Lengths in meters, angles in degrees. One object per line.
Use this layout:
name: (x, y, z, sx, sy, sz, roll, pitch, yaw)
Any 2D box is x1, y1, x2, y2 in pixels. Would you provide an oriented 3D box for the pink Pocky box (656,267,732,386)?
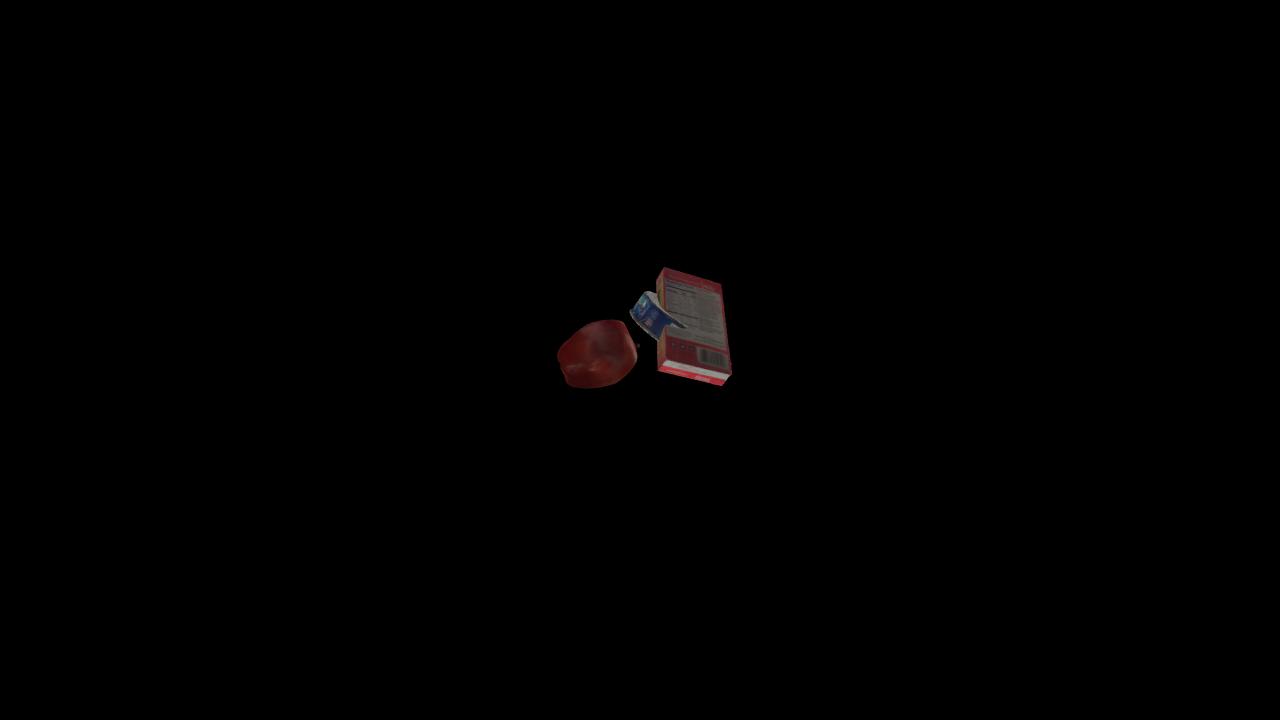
pink Pocky box: (0.063, -0.043, 0.750, 0.084, 0.155, 0.029, 14, -41, -16)

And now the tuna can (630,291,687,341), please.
tuna can: (0.030, -0.048, 0.755, 0.084, 0.034, 0.084, 34, 16, -11)

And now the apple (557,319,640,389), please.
apple: (-0.046, -0.006, 0.699, 0.093, 0.079, 0.079, -18, 1, -3)
